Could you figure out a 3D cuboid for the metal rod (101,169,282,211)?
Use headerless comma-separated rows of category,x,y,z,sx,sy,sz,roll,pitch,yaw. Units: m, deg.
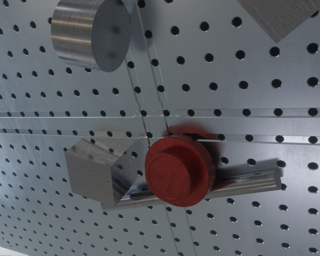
metal rod,0.024,0.098,0.459,0.300,0.025,0.025,-17,110,34

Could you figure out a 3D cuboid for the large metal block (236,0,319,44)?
large metal block,0.106,-0.132,0.257,0.080,0.050,0.080,46,129,-4

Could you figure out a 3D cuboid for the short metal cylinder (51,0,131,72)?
short metal cylinder,-0.075,-0.107,0.349,0.050,0.080,0.079,14,124,20

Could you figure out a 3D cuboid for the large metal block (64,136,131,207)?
large metal block,-0.096,0.067,0.487,0.080,0.050,0.079,14,124,20

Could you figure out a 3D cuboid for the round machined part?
round machined part,0.019,0.060,0.410,0.098,0.042,0.097,9,107,31
